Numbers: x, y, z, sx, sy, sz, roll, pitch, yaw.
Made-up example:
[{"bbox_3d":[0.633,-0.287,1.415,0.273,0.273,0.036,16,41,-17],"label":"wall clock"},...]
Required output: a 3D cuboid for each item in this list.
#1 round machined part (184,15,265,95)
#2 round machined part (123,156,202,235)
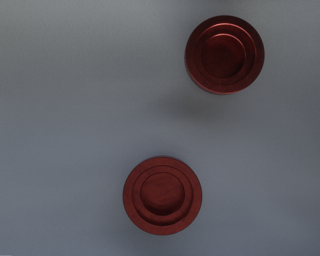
[{"bbox_3d":[0.080,-0.091,0.403,0.099,0.042,0.097,0,90,0],"label":"round machined part"},{"bbox_3d":[0.003,0.084,0.403,0.099,0.042,0.097,0,90,0],"label":"round machined part"}]
